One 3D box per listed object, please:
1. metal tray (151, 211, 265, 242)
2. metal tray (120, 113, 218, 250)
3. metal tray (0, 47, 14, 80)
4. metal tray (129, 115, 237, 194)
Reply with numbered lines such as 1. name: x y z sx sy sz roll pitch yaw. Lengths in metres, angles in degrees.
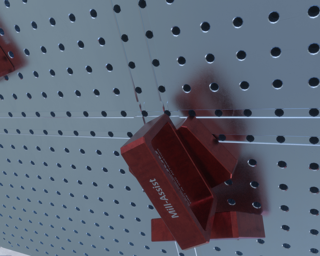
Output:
1. metal tray: 0.064 0.137 0.424 0.130 0.030 0.090 -17 154 35
2. metal tray: 0.016 0.056 0.349 0.030 0.090 0.130 -27 99 23
3. metal tray: -0.300 -0.129 0.487 0.090 0.030 0.130 -17 110 35
4. metal tray: 0.027 0.053 0.427 0.090 0.030 0.129 46 129 -5
